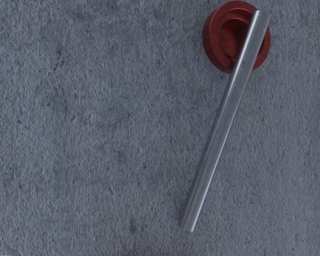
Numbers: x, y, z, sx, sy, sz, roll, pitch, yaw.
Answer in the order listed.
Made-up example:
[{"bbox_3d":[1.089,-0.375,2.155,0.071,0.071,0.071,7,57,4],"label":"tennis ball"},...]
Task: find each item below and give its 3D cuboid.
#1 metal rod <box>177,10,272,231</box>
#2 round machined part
[{"bbox_3d":[0.083,-0.005,0.411,0.025,0.025,0.298,17,95,-20],"label":"metal rod"},{"bbox_3d":[0.103,-0.125,0.439,0.099,0.042,0.097,0,90,-21],"label":"round machined part"}]
